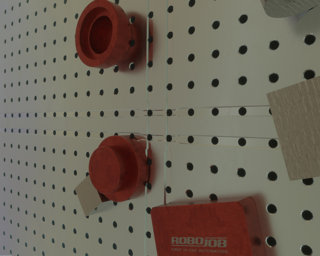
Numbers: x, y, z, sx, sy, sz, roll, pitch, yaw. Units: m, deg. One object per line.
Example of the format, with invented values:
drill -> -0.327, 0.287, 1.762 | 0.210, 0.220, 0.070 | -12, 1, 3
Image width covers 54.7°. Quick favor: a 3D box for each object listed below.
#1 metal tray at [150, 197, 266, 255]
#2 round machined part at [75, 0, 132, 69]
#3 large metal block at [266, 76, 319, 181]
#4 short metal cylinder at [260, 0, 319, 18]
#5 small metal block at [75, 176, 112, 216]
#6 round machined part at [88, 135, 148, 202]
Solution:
metal tray -> 0.052, 0.133, 0.363 | 0.130, 0.030, 0.090 | -16, 80, 39
round machined part -> -0.081, -0.138, 0.465 | 0.098, 0.042, 0.097 | 0, 90, 40
large metal block -> 0.150, -0.003, 0.269 | 0.080, 0.050, 0.080 | -19, 78, 38
short metal cylinder -> 0.122, -0.143, 0.272 | 0.080, 0.081, 0.050 | -28, 73, 36
small metal block -> -0.106, 0.106, 0.497 | 0.050, 0.025, 0.050 | -42, 65, 32
round machined part -> -0.067, 0.060, 0.454 | 0.098, 0.042, 0.097 | 0, 90, 40
